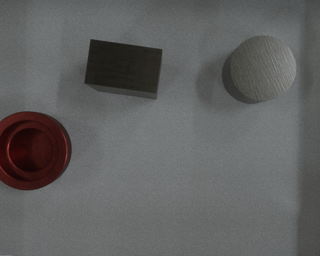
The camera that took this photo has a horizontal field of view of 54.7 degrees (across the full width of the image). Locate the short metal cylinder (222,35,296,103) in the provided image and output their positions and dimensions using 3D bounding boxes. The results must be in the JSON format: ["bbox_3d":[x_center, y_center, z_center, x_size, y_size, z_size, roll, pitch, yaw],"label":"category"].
[{"bbox_3d":[0.125,-0.073,0.401,0.081,0.050,0.079,0,90,-1],"label":"short metal cylinder"}]

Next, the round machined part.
[{"bbox_3d":[-0.163,0.028,0.401,0.099,0.042,0.097,0,90,-1],"label":"round machined part"}]

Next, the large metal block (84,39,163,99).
[{"bbox_3d":[-0.041,-0.069,0.383,0.081,0.080,0.050,8,90,-1],"label":"large metal block"}]
